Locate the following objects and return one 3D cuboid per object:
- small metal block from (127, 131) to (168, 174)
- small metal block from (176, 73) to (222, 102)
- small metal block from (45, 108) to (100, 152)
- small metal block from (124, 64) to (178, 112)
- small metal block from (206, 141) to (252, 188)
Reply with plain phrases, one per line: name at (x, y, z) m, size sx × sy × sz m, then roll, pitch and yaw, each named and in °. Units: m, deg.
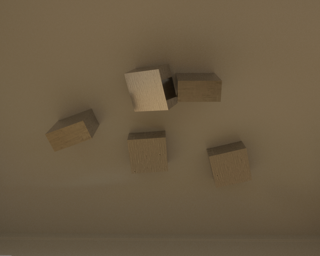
small metal block at (-0.016, 0.033, 0.423) m, size 0.050 × 0.025 × 0.050 m, roll -4°, pitch 110°, yaw 1°
small metal block at (0.045, -0.051, 0.380) m, size 0.050 × 0.050 × 0.025 m, roll 0°, pitch 110°, yaw 0°
small metal block at (-0.110, 0.002, 0.397) m, size 0.050 × 0.050 × 0.025 m, roll -19°, pitch 109°, yaw 7°
small metal block at (-0.011, -0.049, 0.381) m, size 0.050 × 0.025 × 0.050 m, roll -1°, pitch 114°, yaw 32°
small metal block at (0.096, 0.051, 0.431) m, size 0.050 × 0.025 × 0.050 m, roll -14°, pitch 110°, yaw 5°
